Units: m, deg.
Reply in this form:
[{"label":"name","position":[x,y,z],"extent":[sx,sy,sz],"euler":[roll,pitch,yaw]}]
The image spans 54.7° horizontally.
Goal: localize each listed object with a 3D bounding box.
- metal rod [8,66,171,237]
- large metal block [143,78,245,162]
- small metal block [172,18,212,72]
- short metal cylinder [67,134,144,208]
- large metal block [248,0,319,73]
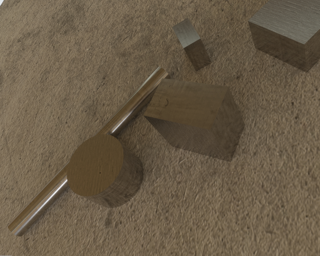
[{"label":"metal rod","position":[-0.095,0.029,0.435],"extent":[0.300,0.025,0.025],"euler":[-47,51,-5]},{"label":"large metal block","position":[0.042,-0.009,0.352],"extent":[0.080,0.080,0.050],"euler":[13,69,33]},{"label":"small metal block","position":[0.045,-0.117,0.436],"extent":[0.025,0.050,0.050],"euler":[-28,52,10]},{"label":"short metal cylinder","position":[-0.068,0.054,0.390],"extent":[0.080,0.050,0.080],"euler":[-13,56,21]},{"label":"large metal block","position":[0.170,-0.127,0.377],"extent":[0.080,0.050,0.080],"euler":[-45,51,-3]}]
